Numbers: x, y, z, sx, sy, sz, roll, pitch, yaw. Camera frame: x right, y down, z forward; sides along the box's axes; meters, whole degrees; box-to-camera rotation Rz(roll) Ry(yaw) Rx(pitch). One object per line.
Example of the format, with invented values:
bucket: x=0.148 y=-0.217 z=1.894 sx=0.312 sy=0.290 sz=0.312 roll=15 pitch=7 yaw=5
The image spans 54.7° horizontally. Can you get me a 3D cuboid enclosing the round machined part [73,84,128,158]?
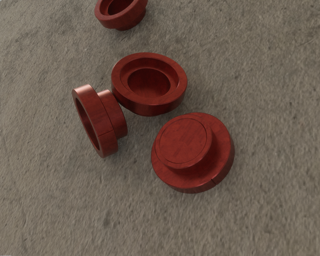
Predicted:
round machined part: x=-0.076 y=-0.013 z=0.410 sx=0.042 sy=0.097 sz=0.098 roll=-25 pitch=49 yaw=-19

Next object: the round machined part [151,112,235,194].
round machined part: x=0.033 y=0.023 z=0.360 sx=0.098 sy=0.042 sz=0.098 roll=-13 pitch=56 yaw=20

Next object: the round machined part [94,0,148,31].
round machined part: x=-0.065 y=-0.215 z=0.557 sx=0.098 sy=0.042 sz=0.098 roll=-13 pitch=56 yaw=20

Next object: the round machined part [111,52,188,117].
round machined part: x=-0.015 y=-0.054 z=0.414 sx=0.099 sy=0.042 sz=0.098 roll=5 pitch=52 yaw=-6
